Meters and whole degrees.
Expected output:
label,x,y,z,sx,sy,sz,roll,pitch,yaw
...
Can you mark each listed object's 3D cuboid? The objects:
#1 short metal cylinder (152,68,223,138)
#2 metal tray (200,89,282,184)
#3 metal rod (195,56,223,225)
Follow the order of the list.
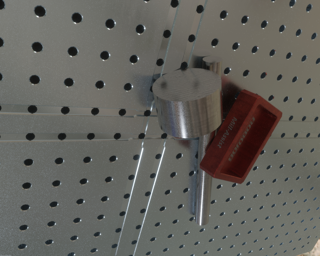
label,x,y,z,sx,sy,sz,roll,pitch,yaw
short metal cylinder,0.034,-0.032,0.374,0.081,0.080,0.050,-22,127,-16
metal tray,0.123,0.017,0.464,0.090,0.030,0.129,21,100,-46
metal rod,0.071,0.038,0.473,0.025,0.025,0.298,-15,125,-20
